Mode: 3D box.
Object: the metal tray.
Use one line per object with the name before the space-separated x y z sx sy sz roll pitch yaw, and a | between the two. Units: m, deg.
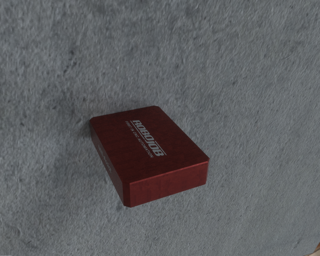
metal tray | -0.017 0.022 0.343 0.091 0.130 0.030 -13 124 -22
